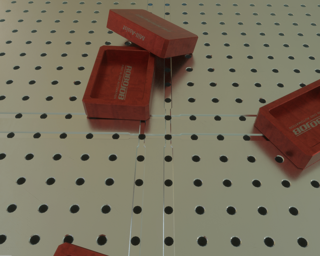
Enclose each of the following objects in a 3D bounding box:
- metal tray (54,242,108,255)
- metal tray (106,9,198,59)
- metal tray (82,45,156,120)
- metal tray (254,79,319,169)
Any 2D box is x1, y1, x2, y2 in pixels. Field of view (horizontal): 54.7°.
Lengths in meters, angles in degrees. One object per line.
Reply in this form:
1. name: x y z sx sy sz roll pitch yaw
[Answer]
1. metal tray: -0.045 0.163 0.266 0.131 0.030 0.090 13 51 10
2. metal tray: -0.013 -0.162 0.519 0.130 0.030 0.091 35 36 25
3. metal tray: -0.055 -0.071 0.463 0.091 0.030 0.130 4 50 2
4. metal tray: 0.207 -0.011 0.416 0.131 0.030 0.090 -24 54 -19
